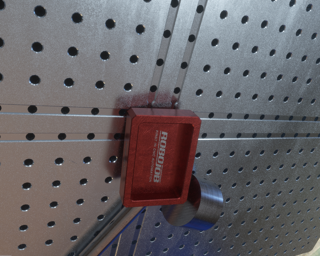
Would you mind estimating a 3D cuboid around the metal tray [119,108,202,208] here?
[{"bbox_3d":[-0.002,0.040,0.411,0.091,0.030,0.129,1,111,-18],"label":"metal tray"}]

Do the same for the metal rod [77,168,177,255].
[{"bbox_3d":[-0.082,0.166,0.468,0.300,0.025,0.025,-47,129,5],"label":"metal rod"}]

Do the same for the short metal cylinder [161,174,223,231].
[{"bbox_3d":[0.048,0.112,0.471,0.050,0.080,0.080,25,105,-37],"label":"short metal cylinder"}]
